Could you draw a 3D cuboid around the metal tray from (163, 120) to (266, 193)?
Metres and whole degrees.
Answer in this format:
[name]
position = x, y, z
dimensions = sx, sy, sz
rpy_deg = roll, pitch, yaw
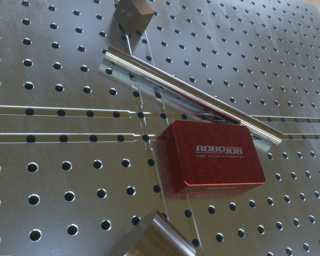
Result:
[metal tray]
position = 0.074, 0.039, 0.423
dimensions = 0.131, 0.030, 0.090
rpy_deg = 4, 60, -27

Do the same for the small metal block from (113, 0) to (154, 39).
[small metal block]
position = -0.042, -0.176, 0.479
dimensions = 0.025, 0.050, 0.050
rpy_deg = -25, 76, -37

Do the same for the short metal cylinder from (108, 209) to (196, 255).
[short metal cylinder]
position = -0.012, 0.124, 0.292
dimensions = 0.050, 0.080, 0.080
rpy_deg = 44, 51, 2

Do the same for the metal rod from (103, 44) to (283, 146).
[metal rod]
position = 0.058, -0.045, 0.468
dimensions = 0.302, 0.025, 0.025
rpy_deg = 25, 53, -13
